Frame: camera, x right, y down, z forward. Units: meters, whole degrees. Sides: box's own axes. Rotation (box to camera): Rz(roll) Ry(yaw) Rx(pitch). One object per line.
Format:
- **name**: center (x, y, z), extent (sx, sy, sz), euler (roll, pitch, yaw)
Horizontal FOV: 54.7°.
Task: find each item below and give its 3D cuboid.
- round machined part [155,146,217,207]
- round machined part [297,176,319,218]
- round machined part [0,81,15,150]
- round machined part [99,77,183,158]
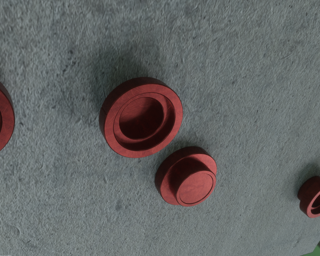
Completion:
- **round machined part**: center (0.045, 0.080, 0.470), extent (0.099, 0.042, 0.097), euler (-14, 124, -21)
- **round machined part**: center (0.339, 0.143, 0.669), extent (0.099, 0.042, 0.097), euler (-14, 124, -21)
- **round machined part**: center (-0.188, -0.015, 0.284), extent (0.099, 0.042, 0.097), euler (-14, 124, -21)
- **round machined part**: center (-0.025, -0.016, 0.372), extent (0.099, 0.042, 0.097), euler (-14, 124, -21)
